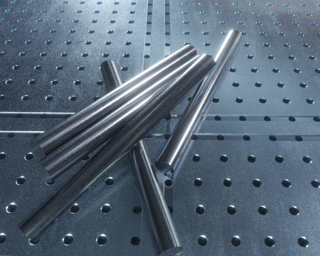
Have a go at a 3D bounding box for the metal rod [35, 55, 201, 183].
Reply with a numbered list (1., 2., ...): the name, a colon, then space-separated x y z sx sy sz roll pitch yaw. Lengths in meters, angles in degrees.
1. metal rod: -0.026 -0.030 0.403 0.025 0.025 0.302 31 47 23

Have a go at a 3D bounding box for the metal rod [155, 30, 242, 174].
1. metal rod: 0.068 -0.057 0.456 0.025 0.025 0.301 20 53 15

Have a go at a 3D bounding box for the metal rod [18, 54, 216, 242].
1. metal rod: -0.034 0.008 0.366 0.025 0.025 0.301 35 66 25

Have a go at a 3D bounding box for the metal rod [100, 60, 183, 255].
1. metal rod: -0.035 0.013 0.396 0.025 0.025 0.299 -14 51 -12

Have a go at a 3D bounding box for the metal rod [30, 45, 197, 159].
1. metal rod: -0.039 -0.052 0.420 0.025 0.025 0.302 30 47 22
